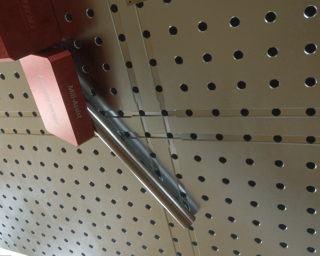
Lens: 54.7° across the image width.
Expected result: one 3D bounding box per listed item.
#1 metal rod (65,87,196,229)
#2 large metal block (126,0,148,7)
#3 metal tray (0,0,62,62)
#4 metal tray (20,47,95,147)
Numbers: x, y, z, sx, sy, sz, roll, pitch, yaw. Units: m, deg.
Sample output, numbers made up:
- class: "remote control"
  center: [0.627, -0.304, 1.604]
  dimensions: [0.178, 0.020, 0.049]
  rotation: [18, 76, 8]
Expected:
- class: "metal rod"
  center: [-0.054, 0.034, 0.458]
  dimensions: [0.300, 0.025, 0.025]
  rotation: [48, 129, -6]
- class: "large metal block"
  center: [0.001, -0.169, 0.289]
  dimensions: [0.080, 0.050, 0.080]
  rotation: [-5, 116, 30]
- class: "metal tray"
  center: [-0.175, -0.153, 0.364]
  dimensions: [0.030, 0.090, 0.129]
  rotation: [2, 120, 27]
- class: "metal tray"
  center: [-0.144, -0.045, 0.433]
  dimensions: [0.090, 0.030, 0.129]
  rotation: [19, 130, 39]
